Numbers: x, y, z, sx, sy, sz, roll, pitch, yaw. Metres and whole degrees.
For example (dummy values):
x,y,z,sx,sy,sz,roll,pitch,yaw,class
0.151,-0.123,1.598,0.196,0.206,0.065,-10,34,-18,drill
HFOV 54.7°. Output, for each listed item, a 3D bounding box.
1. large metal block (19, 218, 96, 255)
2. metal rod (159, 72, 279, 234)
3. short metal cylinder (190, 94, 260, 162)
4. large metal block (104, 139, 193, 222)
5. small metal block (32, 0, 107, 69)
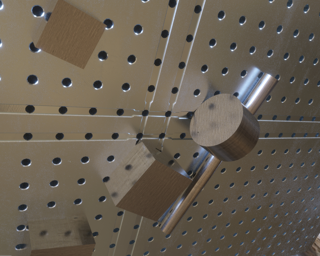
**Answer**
x,y,z,sx,sy,sz,roll,pitch,yaw,class
-0.144,0.173,0.425,0.081,0.050,0.079,7,115,-32,large metal block
0.087,0.048,0.490,0.025,0.025,0.299,22,106,-37,metal rod
0.089,0.000,0.426,0.080,0.080,0.050,-49,129,6,short metal cylinder
-0.016,0.075,0.435,0.080,0.050,0.080,34,99,-39,large metal block
-0.089,-0.094,0.305,0.050,0.025,0.050,22,106,-37,small metal block
